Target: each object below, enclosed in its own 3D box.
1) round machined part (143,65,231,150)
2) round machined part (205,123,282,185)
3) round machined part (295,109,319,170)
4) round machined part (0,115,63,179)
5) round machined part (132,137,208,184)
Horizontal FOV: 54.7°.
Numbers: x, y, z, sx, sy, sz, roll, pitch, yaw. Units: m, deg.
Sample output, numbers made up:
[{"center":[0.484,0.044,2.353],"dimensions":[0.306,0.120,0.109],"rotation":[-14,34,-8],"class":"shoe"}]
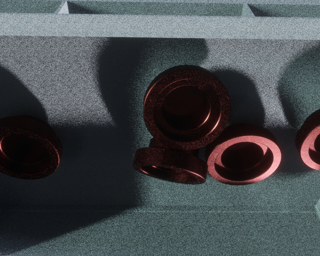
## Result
[{"center":[0.030,-0.026,0.365],"dimensions":[0.099,0.042,0.097],"rotation":[-1,114,-3],"class":"round machined part"},{"center":[0.111,0.032,0.426],"dimensions":[0.099,0.042,0.097],"rotation":[0,130,0],"class":"round machined part"},{"center":[0.228,0.009,0.406],"dimensions":[0.099,0.042,0.097],"rotation":[1,130,1],"class":"round machined part"},{"center":[-0.180,0.022,0.414],"dimensions":[0.099,0.042,0.097],"rotation":[0,130,0],"class":"round machined part"},{"center":[0.016,0.042,0.415],"dimensions":[0.099,0.042,0.098],"rotation":[11,160,4],"class":"round machined part"}]
